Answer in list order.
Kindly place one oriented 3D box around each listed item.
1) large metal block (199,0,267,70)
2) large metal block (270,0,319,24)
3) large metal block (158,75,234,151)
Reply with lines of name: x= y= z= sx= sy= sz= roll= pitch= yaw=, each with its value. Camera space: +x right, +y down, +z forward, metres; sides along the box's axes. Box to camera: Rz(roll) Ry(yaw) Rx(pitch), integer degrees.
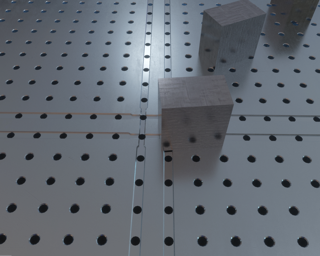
large metal block: x=0.114 y=-0.151 z=0.500 sx=0.081 sy=0.080 sz=0.050 roll=-21 pitch=54 yaw=-17
large metal block: x=0.261 y=-0.259 z=0.593 sx=0.050 sy=0.080 sz=0.080 roll=-7 pitch=51 yaw=-6
large metal block: x=0.040 y=-0.017 z=0.387 sx=0.081 sy=0.080 sz=0.050 roll=-4 pitch=50 yaw=-4
